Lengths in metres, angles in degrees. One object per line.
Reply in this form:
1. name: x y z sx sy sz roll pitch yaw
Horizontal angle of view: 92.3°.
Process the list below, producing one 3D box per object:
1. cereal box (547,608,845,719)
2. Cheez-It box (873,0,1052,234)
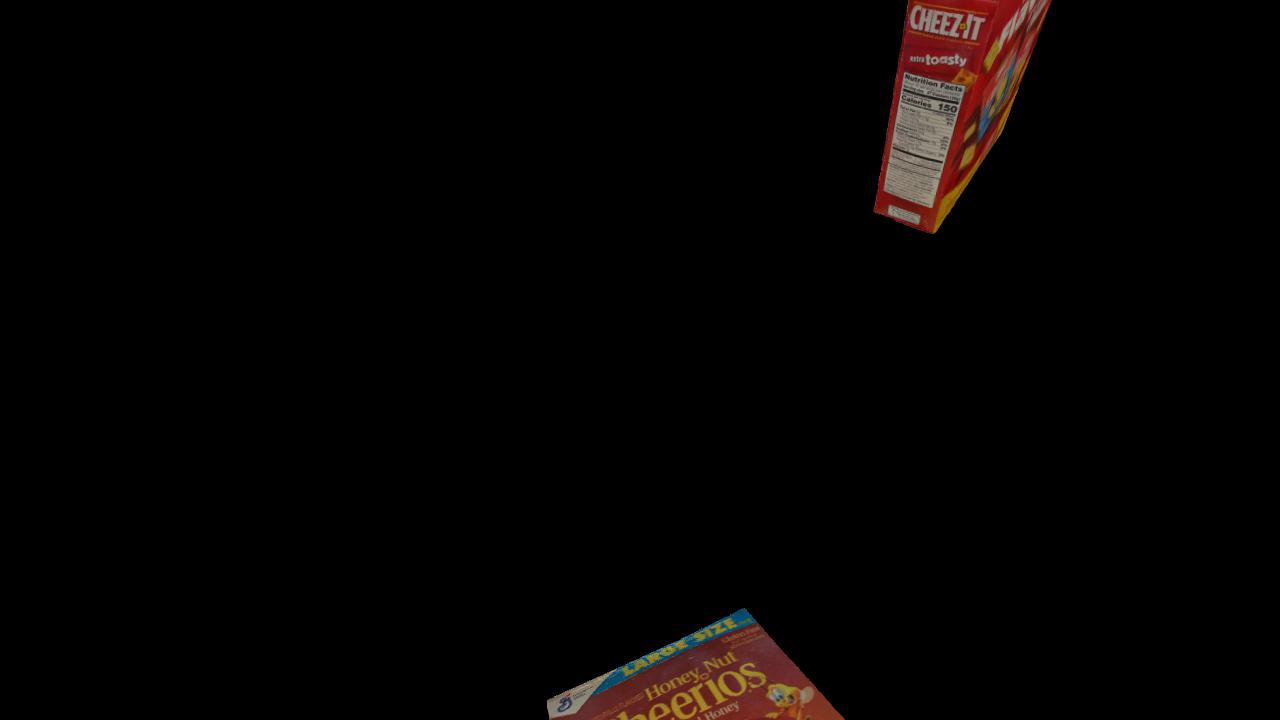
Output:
1. cereal box: 0.059 0.312 0.425 0.203 0.081 0.306 -18 12 -14
2. Cheez-It box: 0.283 -0.248 0.535 0.071 0.166 0.223 30 -22 27
